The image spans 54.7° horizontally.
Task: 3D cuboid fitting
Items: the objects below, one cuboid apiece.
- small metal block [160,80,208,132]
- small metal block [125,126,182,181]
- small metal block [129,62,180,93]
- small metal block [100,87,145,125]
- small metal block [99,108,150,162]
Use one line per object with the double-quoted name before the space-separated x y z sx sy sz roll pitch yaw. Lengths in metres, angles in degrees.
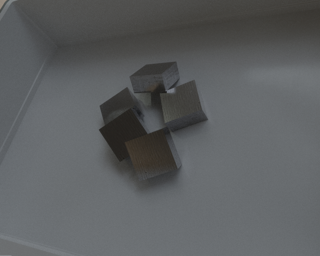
"small metal block" 0.031 -0.029 0.407 0.050 0.025 0.050 -20 54 16
"small metal block" -0.008 0.031 0.375 0.050 0.025 0.050 -20 91 16
"small metal block" -0.006 -0.072 0.439 0.050 0.025 0.050 1 30 28
"small metal block" -0.055 -0.024 0.444 0.050 0.025 0.050 -33 41 6
"small metal block" -0.043 0.009 0.407 0.050 0.025 0.050 -34 87 6
